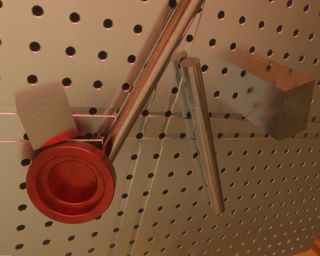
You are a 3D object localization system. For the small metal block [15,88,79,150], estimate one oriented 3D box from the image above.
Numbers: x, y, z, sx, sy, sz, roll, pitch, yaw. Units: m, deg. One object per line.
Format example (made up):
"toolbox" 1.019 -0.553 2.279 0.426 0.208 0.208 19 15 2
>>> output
"small metal block" -0.122 -0.010 0.339 0.050 0.025 0.050 -19 126 -18

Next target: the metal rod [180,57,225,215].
"metal rod" 0.071 0.033 0.472 0.025 0.025 0.298 -26 128 -12

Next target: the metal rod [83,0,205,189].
"metal rod" -0.023 -0.043 0.373 0.025 0.025 0.298 20 108 -36

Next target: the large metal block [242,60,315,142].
"large metal block" 0.165 -0.041 0.443 0.050 0.080 0.079 -21 127 -17

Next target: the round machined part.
"round machined part" -0.101 0.060 0.367 0.099 0.042 0.097 -1 107 -2
